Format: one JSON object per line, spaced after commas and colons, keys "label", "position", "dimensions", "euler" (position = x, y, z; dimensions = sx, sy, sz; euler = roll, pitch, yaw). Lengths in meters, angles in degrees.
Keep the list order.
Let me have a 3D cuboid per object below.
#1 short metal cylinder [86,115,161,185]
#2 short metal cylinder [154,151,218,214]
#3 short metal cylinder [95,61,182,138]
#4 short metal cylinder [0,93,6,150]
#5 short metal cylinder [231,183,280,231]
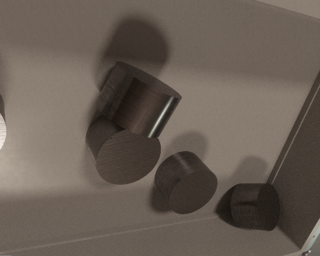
{"label": "short metal cylinder", "position": [-0.046, 0.023, 0.383], "dimensions": [0.081, 0.050, 0.079], "euler": [-14, 125, -21]}
{"label": "short metal cylinder", "position": [0.039, 0.082, 0.466], "dimensions": [0.081, 0.050, 0.079], "euler": [-14, 125, -21]}
{"label": "short metal cylinder", "position": [-0.023, -0.032, 0.342], "dimensions": [0.080, 0.080, 0.050], "euler": [19, 108, -36]}
{"label": "short metal cylinder", "position": [-0.188, -0.008, 0.285], "dimensions": [0.081, 0.050, 0.079], "euler": [-14, 125, -21]}
{"label": "short metal cylinder", "position": [0.170, 0.138, 0.549], "dimensions": [0.081, 0.050, 0.080], "euler": [10, 75, -43]}
